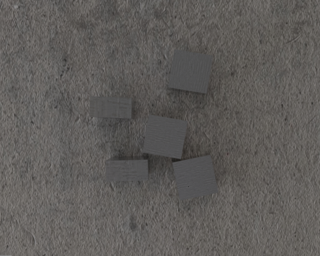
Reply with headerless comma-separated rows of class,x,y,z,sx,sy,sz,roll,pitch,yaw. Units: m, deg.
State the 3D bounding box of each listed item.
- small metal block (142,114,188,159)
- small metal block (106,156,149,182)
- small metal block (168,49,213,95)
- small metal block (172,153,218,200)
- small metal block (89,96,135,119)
small metal block,0.006,0.011,0.410,0.050,0.025,0.050,10,90,0
small metal block,-0.040,0.051,0.397,0.050,0.050,0.025,-2,90,0
small metal block,0.039,-0.073,0.410,0.050,0.025,0.050,10,90,0
small metal block,0.046,0.064,0.410,0.050,0.025,0.050,-12,90,0
small metal block,-0.059,-0.025,0.397,0.050,0.050,0.025,2,90,0
